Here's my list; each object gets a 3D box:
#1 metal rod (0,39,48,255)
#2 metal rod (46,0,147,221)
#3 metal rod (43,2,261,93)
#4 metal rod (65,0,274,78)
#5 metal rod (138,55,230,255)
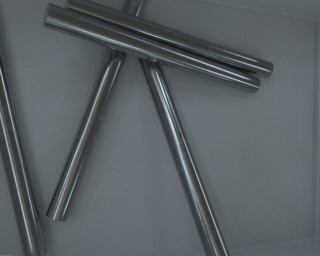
[{"bbox_3d":[-0.171,0.001,0.347,0.025,0.025,0.298,-12,94,-20],"label":"metal rod"},{"bbox_3d":[-0.075,-0.035,0.383,0.025,0.025,0.299,21,83,-19],"label":"metal rod"},{"bbox_3d":[0.013,-0.089,0.388,0.302,0.025,0.025,11,86,-31],"label":"metal rod"},{"bbox_3d":[0.031,-0.111,0.404,0.302,0.025,0.025,9,87,-27],"label":"metal rod"},{"bbox_3d":[0.028,0.035,0.368,0.025,0.025,0.299,-14,74,-20],"label":"metal rod"}]
